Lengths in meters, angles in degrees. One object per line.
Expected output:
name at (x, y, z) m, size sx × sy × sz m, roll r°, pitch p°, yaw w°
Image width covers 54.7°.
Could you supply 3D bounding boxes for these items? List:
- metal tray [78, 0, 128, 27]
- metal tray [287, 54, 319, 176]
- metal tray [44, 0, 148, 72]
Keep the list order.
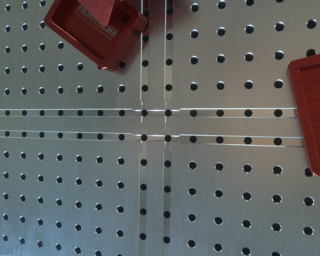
metal tray at (-0.071, -0.198, 0.365) m, size 0.090 × 0.030 × 0.129 m, roll 45°, pitch 146°, yaw 5°
metal tray at (0.200, -0.019, 0.339) m, size 0.090 × 0.030 × 0.129 m, roll -12°, pitch 86°, yaw 19°
metal tray at (-0.093, -0.152, 0.441) m, size 0.130 × 0.030 × 0.090 m, roll 38°, pitch 102°, yaw 15°
